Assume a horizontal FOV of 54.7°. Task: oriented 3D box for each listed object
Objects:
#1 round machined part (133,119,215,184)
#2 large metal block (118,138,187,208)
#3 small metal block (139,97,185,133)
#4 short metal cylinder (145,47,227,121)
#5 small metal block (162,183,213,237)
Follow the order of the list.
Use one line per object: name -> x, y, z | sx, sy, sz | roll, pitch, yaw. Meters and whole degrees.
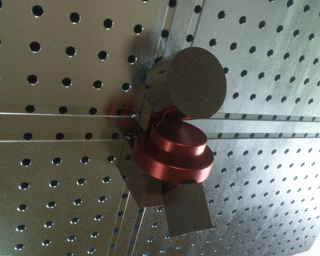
round machined part -> 0.019, 0.022, 0.376 | 0.099, 0.098, 0.042 | 1, 118, -29
large metal block -> -0.001, 0.055, 0.410 | 0.081, 0.080, 0.050 | 1, 118, -29
small metal block -> 0.005, -0.022, 0.401 | 0.050, 0.025, 0.050 | 1, 118, -29
short metal cylinder -> 0.030, -0.049, 0.361 | 0.081, 0.050, 0.080 | 1, 88, -29
small metal block -> 0.029, 0.094, 0.353 | 0.025, 0.050, 0.050 | 1, 156, -30
